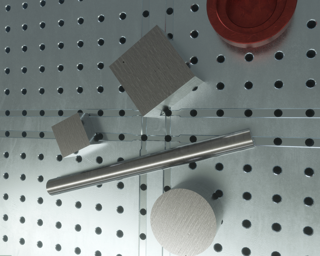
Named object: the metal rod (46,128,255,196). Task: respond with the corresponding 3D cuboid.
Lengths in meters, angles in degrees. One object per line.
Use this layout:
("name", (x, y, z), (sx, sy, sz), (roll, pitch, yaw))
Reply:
("metal rod", (-0.026, 0.051, 0.420), (0.301, 0.025, 0.025), (-16, 85, 18))

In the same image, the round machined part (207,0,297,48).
("round machined part", (0.108, -0.143, 0.365), (0.098, 0.042, 0.097), (0, 90, 19))

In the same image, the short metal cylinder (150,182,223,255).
("short metal cylinder", (0.035, 0.111, 0.387), (0.080, 0.050, 0.079), (0, 90, 19))

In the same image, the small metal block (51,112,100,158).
("small metal block", (-0.124, 0.011, 0.455), (0.050, 0.025, 0.050), (-25, 82, 18))

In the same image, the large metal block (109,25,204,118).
("large metal block", (-0.004, -0.069, 0.400), (0.080, 0.050, 0.080), (-37, 78, 16))
